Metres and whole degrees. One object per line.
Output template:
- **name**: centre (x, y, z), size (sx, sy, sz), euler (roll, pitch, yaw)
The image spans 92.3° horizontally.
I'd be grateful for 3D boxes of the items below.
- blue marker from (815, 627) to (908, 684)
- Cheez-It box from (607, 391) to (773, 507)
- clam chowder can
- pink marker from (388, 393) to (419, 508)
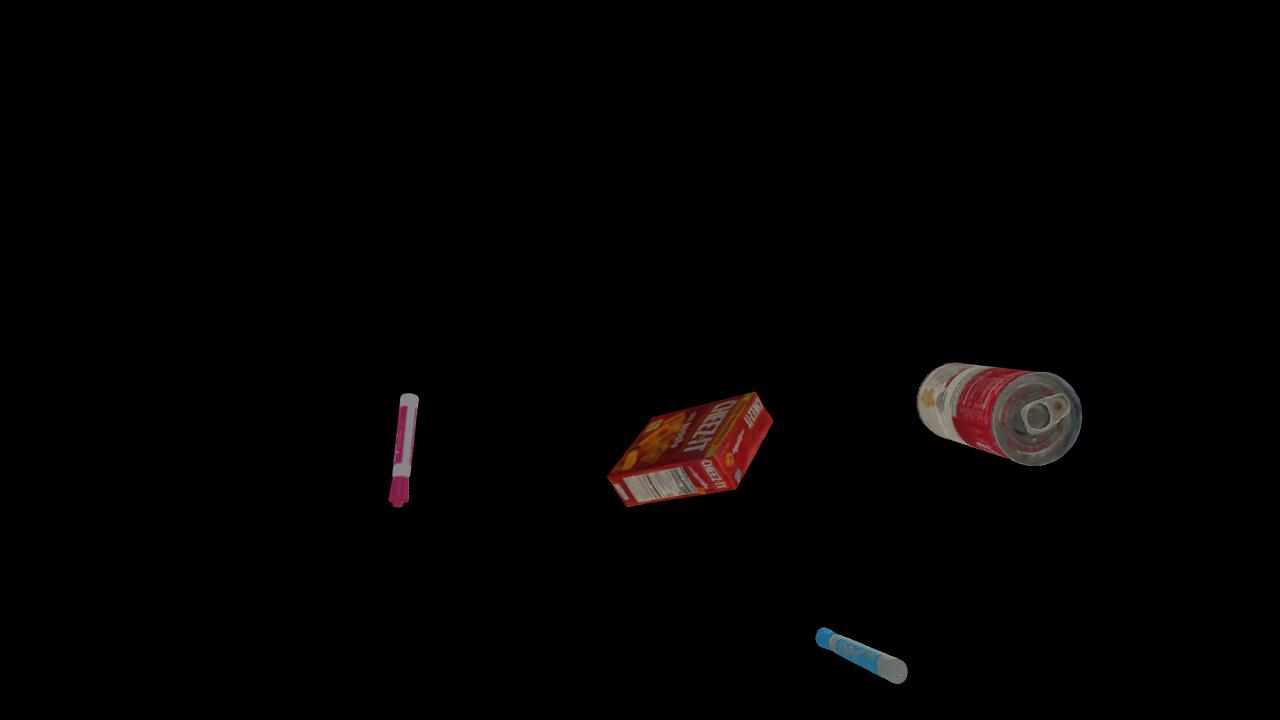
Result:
- **blue marker**: centre (0.191, 0.259, 0.545), size (0.020, 0.020, 0.121), euler (0, -11, -13)
- **Cheez-It box**: centre (0.077, 0.140, 0.960), size (0.223, 0.071, 0.166), euler (-19, 20, 41)
- **clam chowder can**: centre (0.274, 0.038, 0.481), size (0.068, 0.068, 0.102), euler (0, 4, -6)
- **pink marker**: centre (-0.242, 0.091, 0.630), size (0.020, 0.121, 0.020), euler (-5, -31, -3)
